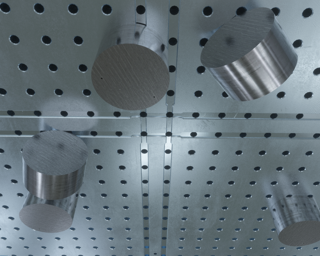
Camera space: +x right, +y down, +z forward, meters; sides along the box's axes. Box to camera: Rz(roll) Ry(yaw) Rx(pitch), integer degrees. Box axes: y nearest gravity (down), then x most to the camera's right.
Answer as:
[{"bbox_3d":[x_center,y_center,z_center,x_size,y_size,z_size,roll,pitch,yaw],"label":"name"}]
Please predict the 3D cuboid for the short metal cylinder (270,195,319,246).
[{"bbox_3d":[0.238,0.160,0.534,0.081,0.050,0.079,0,130,0],"label":"short metal cylinder"}]

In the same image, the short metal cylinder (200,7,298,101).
[{"bbox_3d":[0.089,-0.074,0.314,0.080,0.080,0.050,-32,123,24],"label":"short metal cylinder"}]

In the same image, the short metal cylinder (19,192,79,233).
[{"bbox_3d":[-0.177,0.125,0.500,0.081,0.050,0.079,0,130,0],"label":"short metal cylinder"}]

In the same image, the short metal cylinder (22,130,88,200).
[{"bbox_3d":[-0.140,0.048,0.415,0.081,0.080,0.050,12,129,-10],"label":"short metal cylinder"}]

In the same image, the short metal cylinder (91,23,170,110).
[{"bbox_3d":[-0.030,-0.066,0.339,0.081,0.050,0.079,0,130,0],"label":"short metal cylinder"}]
